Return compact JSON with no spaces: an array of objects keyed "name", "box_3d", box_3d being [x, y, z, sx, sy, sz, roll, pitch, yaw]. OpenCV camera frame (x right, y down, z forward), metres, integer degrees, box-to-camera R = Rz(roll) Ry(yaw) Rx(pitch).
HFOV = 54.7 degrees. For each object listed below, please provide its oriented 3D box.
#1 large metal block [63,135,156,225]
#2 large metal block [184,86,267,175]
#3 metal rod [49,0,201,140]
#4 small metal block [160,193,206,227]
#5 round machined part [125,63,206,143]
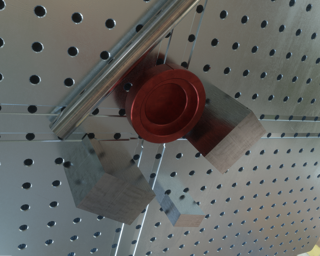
[{"name":"large metal block","box_3d":[-0.063,0.063,0.380,0.080,0.080,0.050,34,99,-39]},{"name":"large metal block","box_3d":[0.080,0.001,0.420,0.080,0.080,0.050,-45,129,3]},{"name":"metal rod","box_3d":[-0.010,-0.102,0.342,0.300,0.025,0.025,-45,129,3]},{"name":"small metal block","box_3d":[0.036,0.131,0.496,0.050,0.050,0.025,13,112,-34]},{"name":"round machined part","box_3d":[0.003,-0.033,0.382,0.099,0.042,0.097,-14,124,-21]}]
